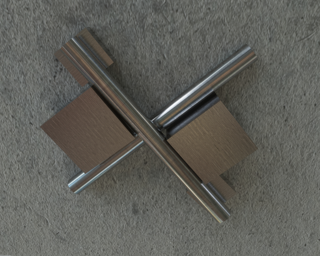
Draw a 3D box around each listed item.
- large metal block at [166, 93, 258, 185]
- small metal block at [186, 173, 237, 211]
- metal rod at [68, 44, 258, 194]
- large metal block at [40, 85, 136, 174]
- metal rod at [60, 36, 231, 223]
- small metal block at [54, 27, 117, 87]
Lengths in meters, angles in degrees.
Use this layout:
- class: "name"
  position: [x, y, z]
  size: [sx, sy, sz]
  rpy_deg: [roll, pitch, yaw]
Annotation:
- class: "large metal block"
  position: [0.065, 0.012, 0.402]
  size: [0.080, 0.050, 0.080]
  rpy_deg: [-37, 106, 12]
- class: "small metal block"
  position: [0.072, 0.086, 0.444]
  size: [0.050, 0.025, 0.050]
  rpy_deg: [-41, 105, 13]
- class: "metal rod"
  position: [-0.005, -0.005, 0.410]
  size: [0.300, 0.025, 0.025]
  rpy_deg: [-37, 106, 12]
- class: "large metal block"
  position: [-0.086, -0.003, 0.394]
  size: [0.080, 0.050, 0.080]
  rpy_deg: [-35, 107, 12]
- class: "metal rod"
  position: [-0.008, 0.013, 0.388]
  size: [0.025, 0.025, 0.300]
  rpy_deg: [-38, 106, 12]
- class: "small metal block"
  position: [-0.090, -0.087, 0.379]
  size: [0.050, 0.025, 0.050]
  rpy_deg: [-36, 107, 12]
